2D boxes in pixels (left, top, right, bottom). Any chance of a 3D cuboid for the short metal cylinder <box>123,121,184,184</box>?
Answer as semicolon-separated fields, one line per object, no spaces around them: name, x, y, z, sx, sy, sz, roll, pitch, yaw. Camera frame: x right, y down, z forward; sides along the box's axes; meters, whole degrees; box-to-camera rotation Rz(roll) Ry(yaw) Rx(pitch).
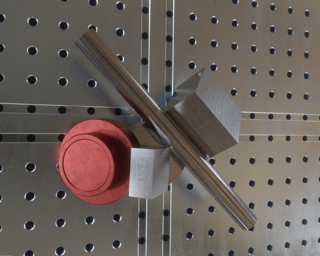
short metal cylinder;-0.013;0.031;0.390;0.081;0.050;0.079;0;90;-20

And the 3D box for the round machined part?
round machined part;-0.072;0.038;0.346;0.098;0.042;0.097;1;94;18

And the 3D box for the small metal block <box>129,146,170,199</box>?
small metal block;-0.010;0.046;0.336;0.025;0.050;0.050;3;89;20

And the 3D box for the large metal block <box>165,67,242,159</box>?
large metal block;0.057;-0.020;0.394;0.080;0.050;0.080;48;32;-14

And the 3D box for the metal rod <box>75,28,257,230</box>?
metal rod;0.017;0.012;0.362;0.025;0.025;0.300;-45;104;-14
